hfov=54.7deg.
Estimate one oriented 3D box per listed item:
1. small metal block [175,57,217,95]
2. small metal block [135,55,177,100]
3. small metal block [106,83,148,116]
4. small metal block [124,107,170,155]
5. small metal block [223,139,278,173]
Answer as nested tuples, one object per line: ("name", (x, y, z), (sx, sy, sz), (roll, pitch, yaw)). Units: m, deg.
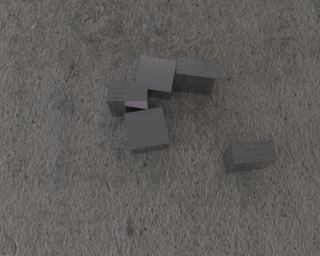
("small metal block", (0.048, -0.069, 0.420), (0.050, 0.050, 0.025), (8, 70, 3))
("small metal block", (-0.006, -0.070, 0.433), (0.050, 0.025, 0.050), (9, 70, 3))
("small metal block", (-0.041, -0.036, 0.408), (0.050, 0.050, 0.025), (0, 70, 0))
("small metal block", (-0.017, 0.004, 0.406), (0.050, 0.025, 0.050), (-10, 71, -4))
("small metal block", (0.109, 0.036, 0.382), (0.050, 0.050, 0.025), (-5, 70, -2))
